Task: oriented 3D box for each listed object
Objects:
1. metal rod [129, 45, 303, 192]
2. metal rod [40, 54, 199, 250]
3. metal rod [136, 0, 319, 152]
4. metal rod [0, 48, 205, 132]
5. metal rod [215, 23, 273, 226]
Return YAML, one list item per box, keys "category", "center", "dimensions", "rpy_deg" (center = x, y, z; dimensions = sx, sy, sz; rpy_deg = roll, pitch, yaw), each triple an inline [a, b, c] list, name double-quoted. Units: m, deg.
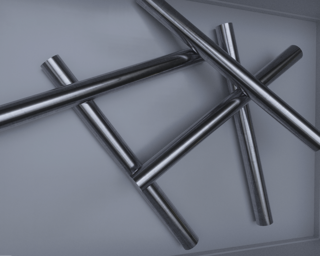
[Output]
- category: "metal rod"
  center: [0.085, -0.022, 0.413]
  dimensions: [0.301, 0.025, 0.025]
  rpy_deg: [-38, 102, -16]
- category: "metal rod"
  center: [-0.043, 0.040, 0.394]
  dimensions: [0.025, 0.025, 0.299]
  rpy_deg: [-40, 103, -16]
- category: "metal rod"
  center: [0.091, -0.076, 0.400]
  dimensions: [0.300, 0.025, 0.025]
  rpy_deg: [40, 77, 1]
- category: "metal rod"
  center: [-0.059, -0.053, 0.366]
  dimensions: [0.302, 0.025, 0.025]
  rpy_deg: [-23, 98, -27]
- category: "metal rod"
  center: [0.125, -0.002, 0.456]
  dimensions: [0.025, 0.025, 0.298]
  rpy_deg: [-15, 95, -19]
